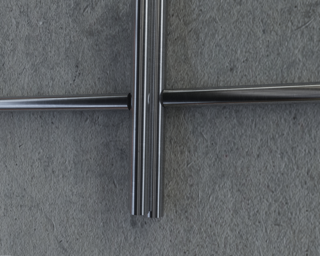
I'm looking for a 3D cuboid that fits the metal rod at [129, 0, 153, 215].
[{"bbox_3d":[-0.024,-0.041,0.396,0.025,0.025,0.298,1,90,19],"label":"metal rod"}]

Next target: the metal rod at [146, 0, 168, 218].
[{"bbox_3d":[-0.004,-0.033,0.412,0.025,0.025,0.298,1,90,19],"label":"metal rod"}]

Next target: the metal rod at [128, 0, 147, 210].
[{"bbox_3d":[-0.028,-0.039,0.420,0.025,0.025,0.298,1,90,19],"label":"metal rod"}]

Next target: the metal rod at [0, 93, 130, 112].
[{"bbox_3d":[-0.182,-0.037,0.472,0.301,0.025,0.025,1,90,19],"label":"metal rod"}]

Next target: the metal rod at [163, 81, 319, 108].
[{"bbox_3d":[0.150,-0.040,0.357,0.301,0.025,0.025,0,90,19],"label":"metal rod"}]
